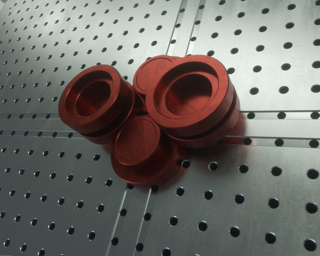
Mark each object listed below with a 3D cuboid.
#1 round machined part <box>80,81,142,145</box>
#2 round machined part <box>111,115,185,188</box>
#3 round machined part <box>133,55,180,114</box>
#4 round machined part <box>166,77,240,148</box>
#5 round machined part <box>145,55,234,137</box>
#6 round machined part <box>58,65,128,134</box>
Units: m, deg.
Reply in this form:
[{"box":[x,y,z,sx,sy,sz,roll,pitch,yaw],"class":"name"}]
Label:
[{"box":[-0.070,-0.020,0.447,0.098,0.042,0.098,-13,56,21],"class":"round machined part"},{"box":[-0.021,0.023,0.394,0.098,0.042,0.098,-13,56,21],"class":"round machined part"},{"box":[0.002,-0.063,0.436,0.098,0.042,0.098,-13,56,21],"class":"round machined part"},{"box":[0.050,-0.019,0.383,0.098,0.042,0.098,-13,56,21],"class":"round machined part"},{"box":[0.036,-0.033,0.357,0.098,0.042,0.098,-13,56,21],"class":"round machined part"},{"box":[-0.086,-0.035,0.423,0.098,0.042,0.098,-13,56,21],"class":"round machined part"}]
